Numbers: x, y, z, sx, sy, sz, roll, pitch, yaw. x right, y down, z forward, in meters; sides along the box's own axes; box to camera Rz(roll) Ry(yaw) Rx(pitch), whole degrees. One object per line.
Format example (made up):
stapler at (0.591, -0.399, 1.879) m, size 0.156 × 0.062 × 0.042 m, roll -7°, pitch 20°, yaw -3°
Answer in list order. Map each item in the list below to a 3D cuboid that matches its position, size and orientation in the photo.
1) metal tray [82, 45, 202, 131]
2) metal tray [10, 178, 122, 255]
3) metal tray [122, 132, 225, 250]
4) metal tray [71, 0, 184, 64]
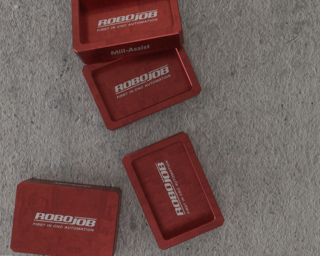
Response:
metal tray at (-0.023, -0.061, 0.406) m, size 0.131 × 0.030 × 0.090 m, roll -23°, pitch 90°, yaw 0°
metal tray at (-0.120, 0.119, 0.406) m, size 0.131 × 0.030 × 0.089 m, roll 6°, pitch 90°, yaw 0°
metal tray at (0.017, 0.080, 0.407) m, size 0.090 × 0.030 × 0.129 m, roll -23°, pitch 90°, yaw 0°
metal tray at (-0.041, -0.136, 0.386) m, size 0.131 × 0.030 × 0.090 m, roll -9°, pitch 70°, yaw 5°
